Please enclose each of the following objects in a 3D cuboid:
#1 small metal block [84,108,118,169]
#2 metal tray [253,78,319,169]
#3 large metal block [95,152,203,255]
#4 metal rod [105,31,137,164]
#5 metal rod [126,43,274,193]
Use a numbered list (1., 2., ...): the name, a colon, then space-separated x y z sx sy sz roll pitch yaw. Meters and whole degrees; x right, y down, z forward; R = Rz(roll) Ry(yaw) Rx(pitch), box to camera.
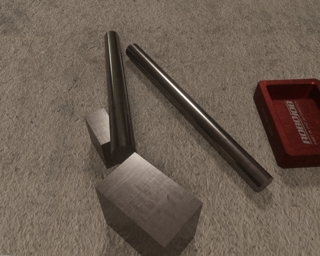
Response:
1. small metal block: -0.066 0.013 0.375 0.025 0.050 0.050 -24 55 -19
2. metal tray: 0.187 -0.011 0.411 0.091 0.030 0.130 -3 50 -3
3. large metal block: -0.010 0.083 0.298 0.080 0.080 0.050 34 58 24
4. metal rod: -0.059 -0.065 0.417 0.025 0.025 0.300 -7 39 -6
5. metal rod: 0.037 -0.032 0.430 0.025 0.025 0.300 -27 55 -21
